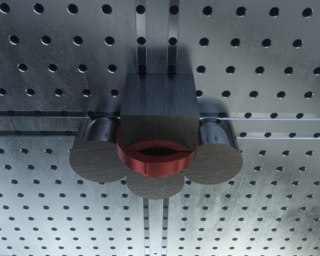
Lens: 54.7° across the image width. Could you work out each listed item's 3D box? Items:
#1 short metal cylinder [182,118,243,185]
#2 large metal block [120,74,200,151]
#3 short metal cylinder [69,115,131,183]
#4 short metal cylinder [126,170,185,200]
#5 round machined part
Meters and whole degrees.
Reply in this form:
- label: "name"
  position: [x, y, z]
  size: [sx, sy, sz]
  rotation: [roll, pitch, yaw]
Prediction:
- label: "short metal cylinder"
  position: [0.068, 0.033, 0.424]
  size: [0.081, 0.050, 0.079]
  rotation: [0, 130, 0]
- label: "large metal block"
  position: [0.000, -0.020, 0.358]
  size: [0.081, 0.080, 0.050]
  rotation: [1, 130, -1]
- label: "short metal cylinder"
  position: [-0.077, 0.029, 0.420]
  size: [0.081, 0.050, 0.079]
  rotation: [0, 130, 0]
- label: "short metal cylinder"
  position: [-0.006, 0.058, 0.445]
  size: [0.081, 0.050, 0.079]
  rotation: [0, 130, 0]
- label: "round machined part"
  position: [-0.003, 0.023, 0.381]
  size: [0.099, 0.098, 0.042]
  rotation: [1, 130, -2]
